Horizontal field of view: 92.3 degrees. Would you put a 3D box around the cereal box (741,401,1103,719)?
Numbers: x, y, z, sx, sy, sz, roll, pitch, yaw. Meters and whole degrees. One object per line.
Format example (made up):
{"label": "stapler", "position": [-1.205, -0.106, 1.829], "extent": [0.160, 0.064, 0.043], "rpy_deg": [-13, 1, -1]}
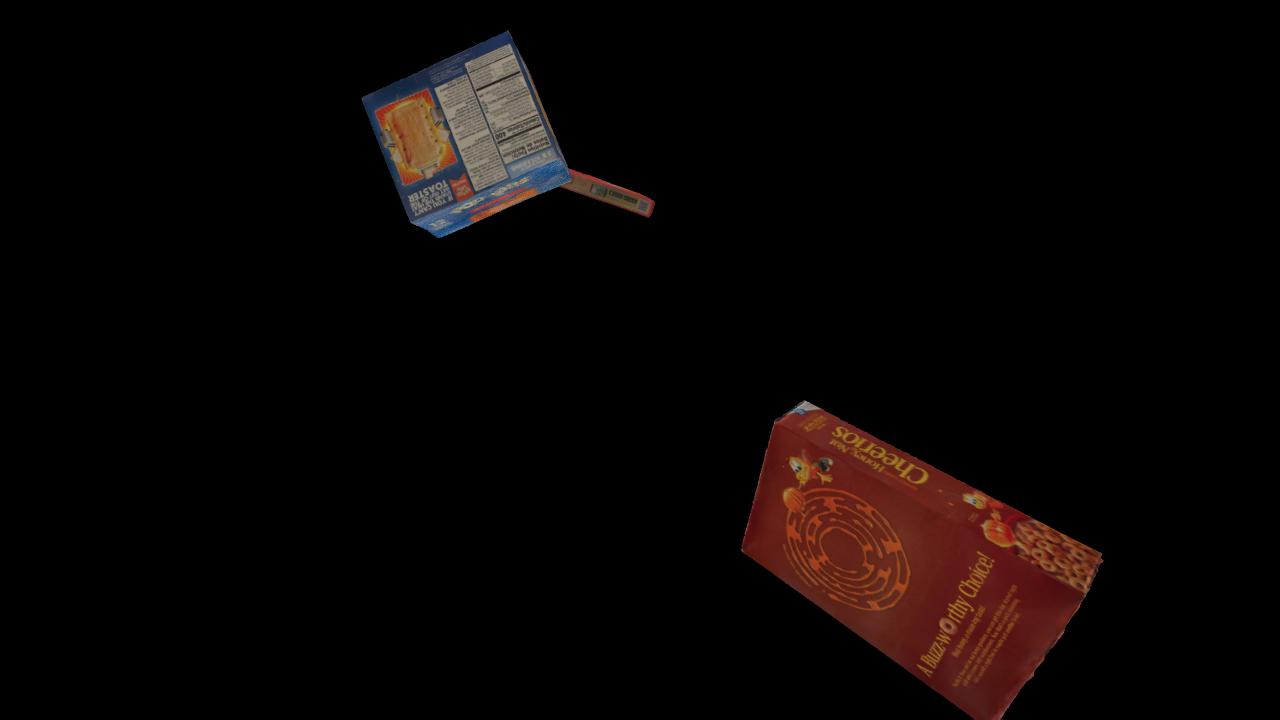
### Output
{"label": "cereal box", "position": [0.262, 0.200, 0.646], "extent": [0.306, 0.203, 0.081], "rpy_deg": [30, 37, 35]}

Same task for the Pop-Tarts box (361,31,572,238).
{"label": "Pop-Tarts box", "position": [-0.177, -0.231, 0.650], "extent": [0.167, 0.141, 0.083], "rpy_deg": [-22, -1, 5]}

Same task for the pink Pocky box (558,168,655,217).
{"label": "pink Pocky box", "position": [-0.059, -0.265, 0.963], "extent": [0.155, 0.029, 0.084], "rpy_deg": [14, 18, -21]}
